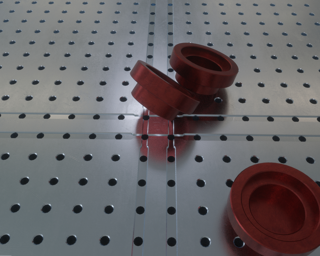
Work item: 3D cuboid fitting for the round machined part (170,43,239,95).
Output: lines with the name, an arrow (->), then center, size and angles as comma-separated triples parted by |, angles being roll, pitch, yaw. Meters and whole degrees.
round machined part -> 0.061, -0.084, 0.454 | 0.099, 0.042, 0.098 | 13, 35, -9

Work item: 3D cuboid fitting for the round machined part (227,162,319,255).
round machined part -> 0.119, 0.088, 0.324 | 0.099, 0.042, 0.098 | 0, 50, 0

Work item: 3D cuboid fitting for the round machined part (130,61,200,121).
round machined part -> 0.001, -0.045, 0.412 | 0.098, 0.098, 0.042 | 42, 105, 29
